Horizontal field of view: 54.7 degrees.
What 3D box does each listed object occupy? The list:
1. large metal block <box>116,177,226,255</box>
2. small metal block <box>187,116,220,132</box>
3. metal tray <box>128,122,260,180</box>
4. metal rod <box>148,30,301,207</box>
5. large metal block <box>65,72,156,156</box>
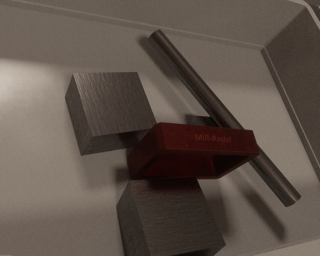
[{"bbox_3d":[0.008,0.100,0.322,0.081,0.050,0.080,2,47,-28],"label":"large metal block"},{"bbox_3d":[0.070,0.012,0.438,0.050,0.025,0.050,3,61,-27],"label":"small metal block"},{"bbox_3d":[0.038,0.032,0.366,0.131,0.090,0.030,4,60,-26],"label":"metal tray"},{"bbox_3d":[0.084,-0.019,0.432,0.025,0.025,0.300,-32,79,-38],"label":"metal rod"},{"bbox_3d":[-0.060,-0.019,0.370,0.081,0.050,0.080,-8,66,-32],"label":"large metal block"}]
